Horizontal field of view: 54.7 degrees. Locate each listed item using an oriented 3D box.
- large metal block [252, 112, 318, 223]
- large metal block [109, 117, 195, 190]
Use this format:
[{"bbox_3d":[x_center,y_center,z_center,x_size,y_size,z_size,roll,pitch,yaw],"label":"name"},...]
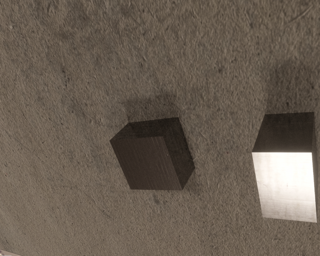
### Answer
[{"bbox_3d":[0.134,0.038,0.323,0.050,0.080,0.080,-2,117,29],"label":"large metal block"},{"bbox_3d":[-0.008,0.036,0.416,0.080,0.050,0.080,-6,116,30],"label":"large metal block"}]
